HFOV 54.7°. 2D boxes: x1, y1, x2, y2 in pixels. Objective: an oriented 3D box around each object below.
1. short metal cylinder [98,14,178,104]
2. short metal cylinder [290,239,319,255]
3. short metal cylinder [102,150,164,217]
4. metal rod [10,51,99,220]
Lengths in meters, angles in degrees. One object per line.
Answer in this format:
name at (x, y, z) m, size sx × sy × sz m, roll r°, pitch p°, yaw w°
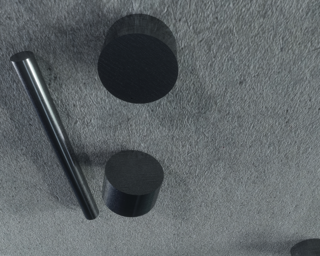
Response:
short metal cylinder at (-0.022, -0.073, 0.329) m, size 0.081 × 0.050 × 0.079 m, roll 0°, pitch 130°, yaw 0°
short metal cylinder at (0.310, 0.265, 0.620) m, size 0.081 × 0.050 × 0.079 m, roll 0°, pitch 130°, yaw 0°
short metal cylinder at (-0.039, 0.077, 0.436) m, size 0.081 × 0.080 × 0.050 m, roll 9°, pitch 130°, yaw -8°
metal rod at (-0.134, 0.034, 0.434) m, size 0.025 × 0.025 × 0.298 m, roll -5°, pitch 130°, yaw 4°
